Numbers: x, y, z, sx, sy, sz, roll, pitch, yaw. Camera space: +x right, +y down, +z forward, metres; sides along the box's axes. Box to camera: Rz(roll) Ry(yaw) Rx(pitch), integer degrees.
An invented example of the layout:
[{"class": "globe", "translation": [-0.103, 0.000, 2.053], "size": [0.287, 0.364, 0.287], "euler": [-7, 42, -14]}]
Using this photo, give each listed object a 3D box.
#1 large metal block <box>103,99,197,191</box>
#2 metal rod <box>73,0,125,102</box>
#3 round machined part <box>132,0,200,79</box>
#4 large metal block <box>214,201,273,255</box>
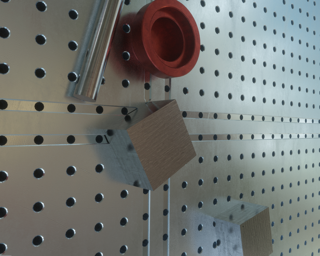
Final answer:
[{"class": "large metal block", "translation": [-0.010, 0.018, 0.384], "size": [0.081, 0.050, 0.080], "euler": [-34, 111, -35]}, {"class": "metal rod", "translation": [-0.048, -0.175, 0.367], "size": [0.025, 0.025, 0.299], "euler": [22, 76, -38]}, {"class": "round machined part", "translation": [0.004, -0.113, 0.401], "size": [0.099, 0.042, 0.097], "euler": [0, 90, -40]}, {"class": "large metal block", "translation": [0.138, 0.176, 0.509], "size": [0.081, 0.050, 0.079], "euler": [-13, 99, -39]}]
